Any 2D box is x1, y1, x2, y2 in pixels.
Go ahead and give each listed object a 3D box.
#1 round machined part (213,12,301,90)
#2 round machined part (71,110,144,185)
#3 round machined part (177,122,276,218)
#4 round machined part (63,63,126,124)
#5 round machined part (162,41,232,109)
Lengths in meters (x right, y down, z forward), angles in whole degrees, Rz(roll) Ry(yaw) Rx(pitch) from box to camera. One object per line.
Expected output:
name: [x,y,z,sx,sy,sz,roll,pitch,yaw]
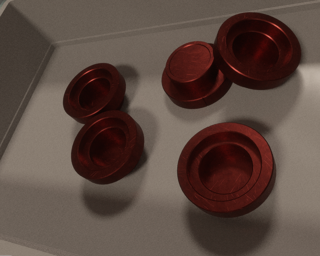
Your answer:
round machined part: [0.112,-0.087,0.372,0.099,0.042,0.098,2,66,-5]
round machined part: [-0.064,0.028,0.409,0.098,0.042,0.098,-13,56,20]
round machined part: [0.072,0.046,0.328,0.098,0.042,0.098,-13,56,20]
round machined part: [-0.094,-0.048,0.472,0.098,0.042,0.098,-13,56,20]
round machined part: [0.047,-0.077,0.417,0.098,0.042,0.098,-13,56,20]
